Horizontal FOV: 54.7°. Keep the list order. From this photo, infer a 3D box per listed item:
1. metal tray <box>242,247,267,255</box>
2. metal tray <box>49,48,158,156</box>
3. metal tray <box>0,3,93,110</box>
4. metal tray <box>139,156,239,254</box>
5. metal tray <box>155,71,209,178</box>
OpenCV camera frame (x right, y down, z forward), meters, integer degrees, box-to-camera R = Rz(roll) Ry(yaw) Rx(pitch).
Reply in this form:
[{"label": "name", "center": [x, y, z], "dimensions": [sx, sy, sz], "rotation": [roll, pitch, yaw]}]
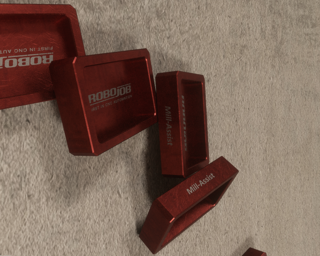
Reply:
[{"label": "metal tray", "center": [0.160, 0.290, 0.539], "dimensions": [0.091, 0.030, 0.129], "rotation": [-26, 107, -37]}, {"label": "metal tray", "center": [-0.049, -0.034, 0.329], "dimensions": [0.131, 0.030, 0.089], "rotation": [-31, 115, -58]}, {"label": "metal tray", "center": [-0.135, -0.066, 0.288], "dimensions": [0.131, 0.030, 0.089], "rotation": [-18, 102, -39]}, {"label": "metal tray", "center": [0.039, 0.098, 0.402], "dimensions": [0.131, 0.030, 0.089], "rotation": [-25, 147, -37]}, {"label": "metal tray", "center": [0.033, -0.007, 0.411], "dimensions": [0.090, 0.030, 0.129], "rotation": [-10, 97, -61]}]
